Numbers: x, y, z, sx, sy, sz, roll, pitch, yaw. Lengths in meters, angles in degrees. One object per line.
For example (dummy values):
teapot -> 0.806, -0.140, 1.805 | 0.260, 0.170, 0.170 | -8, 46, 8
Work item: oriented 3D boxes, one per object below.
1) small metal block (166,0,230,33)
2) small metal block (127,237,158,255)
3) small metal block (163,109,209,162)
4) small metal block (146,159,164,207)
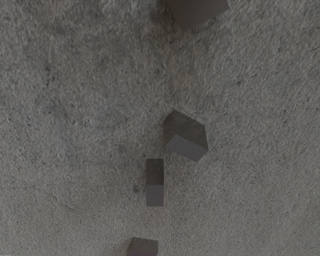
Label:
small metal block -> 0.033, -0.129, 0.298 | 0.050, 0.025, 0.050 | -23, 127, 18
small metal block -> -0.035, 0.244, 0.615 | 0.050, 0.025, 0.050 | 14, 129, -12
small metal block -> 0.033, 0.010, 0.400 | 0.050, 0.050, 0.025 | 27, 125, -21
small metal block -> -0.007, 0.081, 0.460 | 0.025, 0.050, 0.050 | 0, 130, -1
